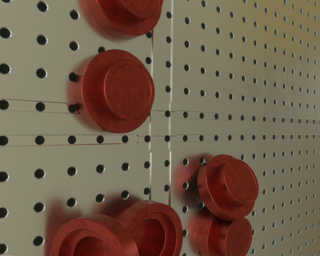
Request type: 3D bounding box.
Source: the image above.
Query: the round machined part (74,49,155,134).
[{"bbox_3d":[-0.045,-0.042,0.359,0.099,0.042,0.097,0,90,-40],"label":"round machined part"}]

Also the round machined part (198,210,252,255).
[{"bbox_3d":[0.108,0.169,0.488,0.099,0.042,0.097,0,90,-40],"label":"round machined part"}]

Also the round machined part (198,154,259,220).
[{"bbox_3d":[0.108,0.085,0.464,0.099,0.042,0.098,17,57,-27],"label":"round machined part"}]

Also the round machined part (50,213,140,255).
[{"bbox_3d":[-0.061,0.136,0.316,0.042,0.098,0.097,1,90,-64],"label":"round machined part"}]

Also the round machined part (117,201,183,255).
[{"bbox_3d":[-0.021,0.137,0.379,0.099,0.042,0.097,0,90,-40],"label":"round machined part"}]

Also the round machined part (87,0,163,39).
[{"bbox_3d":[-0.035,-0.160,0.368,0.099,0.042,0.097,0,90,-40],"label":"round machined part"}]
